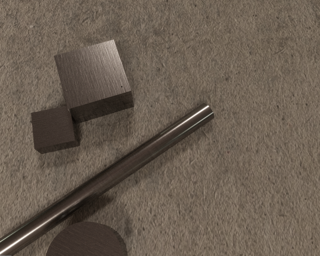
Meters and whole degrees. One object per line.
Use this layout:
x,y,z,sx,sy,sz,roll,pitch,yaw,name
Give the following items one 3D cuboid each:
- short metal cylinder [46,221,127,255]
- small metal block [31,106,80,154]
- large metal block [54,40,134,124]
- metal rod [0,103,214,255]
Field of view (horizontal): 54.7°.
-0.078,0.146,0.341,0.081,0.050,0.080,0,70,0,short metal cylinder
-0.137,0.002,0.406,0.050,0.025,0.050,-12,71,-5,small metal block
-0.087,-0.062,0.416,0.081,0.050,0.080,-17,71,-7,large metal block
-0.058,0.058,0.386,0.301,0.025,0.025,-34,74,-12,metal rod
